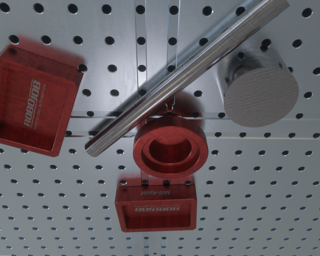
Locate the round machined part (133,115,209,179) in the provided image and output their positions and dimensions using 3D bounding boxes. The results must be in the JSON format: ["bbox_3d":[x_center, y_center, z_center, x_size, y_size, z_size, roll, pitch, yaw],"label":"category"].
[{"bbox_3d":[0.014,0.022,0.419,0.099,0.042,0.097,0,130,0],"label":"round machined part"}]

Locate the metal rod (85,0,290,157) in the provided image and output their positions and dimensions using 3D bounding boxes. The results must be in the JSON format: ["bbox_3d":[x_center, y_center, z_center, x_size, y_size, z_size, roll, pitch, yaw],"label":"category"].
[{"bbox_3d":[0.012,-0.049,0.369,0.299,0.025,0.025,-37,122,26],"label":"metal rod"}]

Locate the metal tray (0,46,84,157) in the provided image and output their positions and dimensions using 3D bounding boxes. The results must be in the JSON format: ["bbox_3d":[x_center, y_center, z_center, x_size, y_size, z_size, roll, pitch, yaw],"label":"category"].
[{"bbox_3d":[-0.157,-0.026,0.384,0.091,0.030,0.129,18,128,-15],"label":"metal tray"}]

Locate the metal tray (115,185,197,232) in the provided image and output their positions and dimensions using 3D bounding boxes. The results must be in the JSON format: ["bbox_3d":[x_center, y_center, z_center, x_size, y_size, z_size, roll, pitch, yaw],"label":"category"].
[{"bbox_3d":[-0.004,0.138,0.525,0.131,0.030,0.089,-3,130,2],"label":"metal tray"}]

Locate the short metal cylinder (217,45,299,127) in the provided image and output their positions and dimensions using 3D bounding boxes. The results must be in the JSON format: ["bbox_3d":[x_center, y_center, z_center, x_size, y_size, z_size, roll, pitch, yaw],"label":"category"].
[{"bbox_3d":[0.110,-0.047,0.356,0.081,0.050,0.079,0,130,0],"label":"short metal cylinder"}]
